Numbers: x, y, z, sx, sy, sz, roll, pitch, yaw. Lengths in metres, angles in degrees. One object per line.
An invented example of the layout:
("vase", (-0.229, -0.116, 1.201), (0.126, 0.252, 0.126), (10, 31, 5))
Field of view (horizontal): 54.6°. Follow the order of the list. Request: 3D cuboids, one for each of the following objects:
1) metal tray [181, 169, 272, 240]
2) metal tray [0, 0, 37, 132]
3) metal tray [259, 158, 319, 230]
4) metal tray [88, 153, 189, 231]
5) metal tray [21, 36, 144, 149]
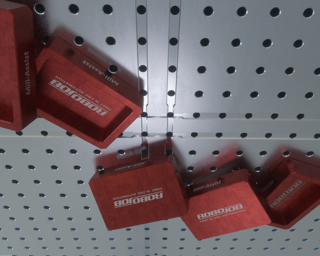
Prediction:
("metal tray", (0.096, 0.124, 0.491), (0.130, 0.030, 0.090), (-24, 112, 26))
("metal tray", (-0.180, -0.067, 0.322), (0.090, 0.030, 0.129), (15, 121, 6))
("metal tray", (0.207, 0.111, 0.504), (0.091, 0.030, 0.129), (18, 128, -15))
("metal tray", (-0.030, 0.098, 0.468), (0.130, 0.030, 0.090), (-15, 104, 12))
("metal tray", (-0.096, -0.036, 0.376), (0.130, 0.030, 0.090), (32, 123, -25))
